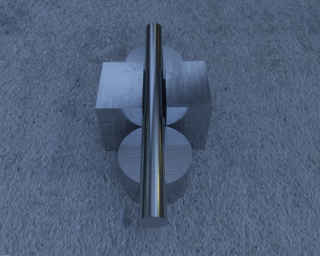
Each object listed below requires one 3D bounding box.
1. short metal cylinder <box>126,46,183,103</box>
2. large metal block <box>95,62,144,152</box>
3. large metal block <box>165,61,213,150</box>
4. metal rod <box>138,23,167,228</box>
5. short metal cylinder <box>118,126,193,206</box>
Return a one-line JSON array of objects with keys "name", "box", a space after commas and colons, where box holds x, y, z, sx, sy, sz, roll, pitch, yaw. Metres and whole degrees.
[{"name": "short metal cylinder", "box": [-0.008, -0.077, 0.453, 0.081, 0.050, 0.080, 0, 49, 0]}, {"name": "large metal block", "box": [-0.045, -0.026, 0.390, 0.050, 0.080, 0.080, -1, 50, -1]}, {"name": "large metal block", "box": [0.032, -0.028, 0.392, 0.050, 0.080, 0.080, -1, 50, -1]}, {"name": "metal rod", "box": [-0.008, -0.032, 0.366, 0.025, 0.025, 0.300, 0, 50, 0]}, {"name": "short metal cylinder", "box": [-0.005, 0.043, 0.353, 0.081, 0.050, 0.080, 0, 49, 0]}]
